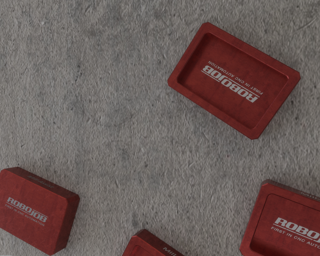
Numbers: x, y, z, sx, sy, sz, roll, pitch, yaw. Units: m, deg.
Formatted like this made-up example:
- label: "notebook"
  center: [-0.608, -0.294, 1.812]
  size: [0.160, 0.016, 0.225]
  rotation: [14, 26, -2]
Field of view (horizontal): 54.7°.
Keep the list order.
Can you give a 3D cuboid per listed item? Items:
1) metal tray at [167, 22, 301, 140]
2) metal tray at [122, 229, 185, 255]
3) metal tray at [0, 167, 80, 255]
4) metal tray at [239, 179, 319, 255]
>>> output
- label: "metal tray"
  center: [0.086, -0.057, 0.375]
  size: [0.130, 0.030, 0.090]
  rotation: [35, 101, 16]
- label: "metal tray"
  center: [0.005, 0.207, 0.404]
  size: [0.130, 0.030, 0.090]
  rotation: [29, 99, 17]
- label: "metal tray"
  center: [-0.195, 0.124, 0.475]
  size: [0.130, 0.030, 0.089]
  rotation: [19, 96, 18]
- label: "metal tray"
  center: [0.167, 0.123, 0.347]
  size: [0.130, 0.030, 0.089]
  rotation: [19, 96, 18]
